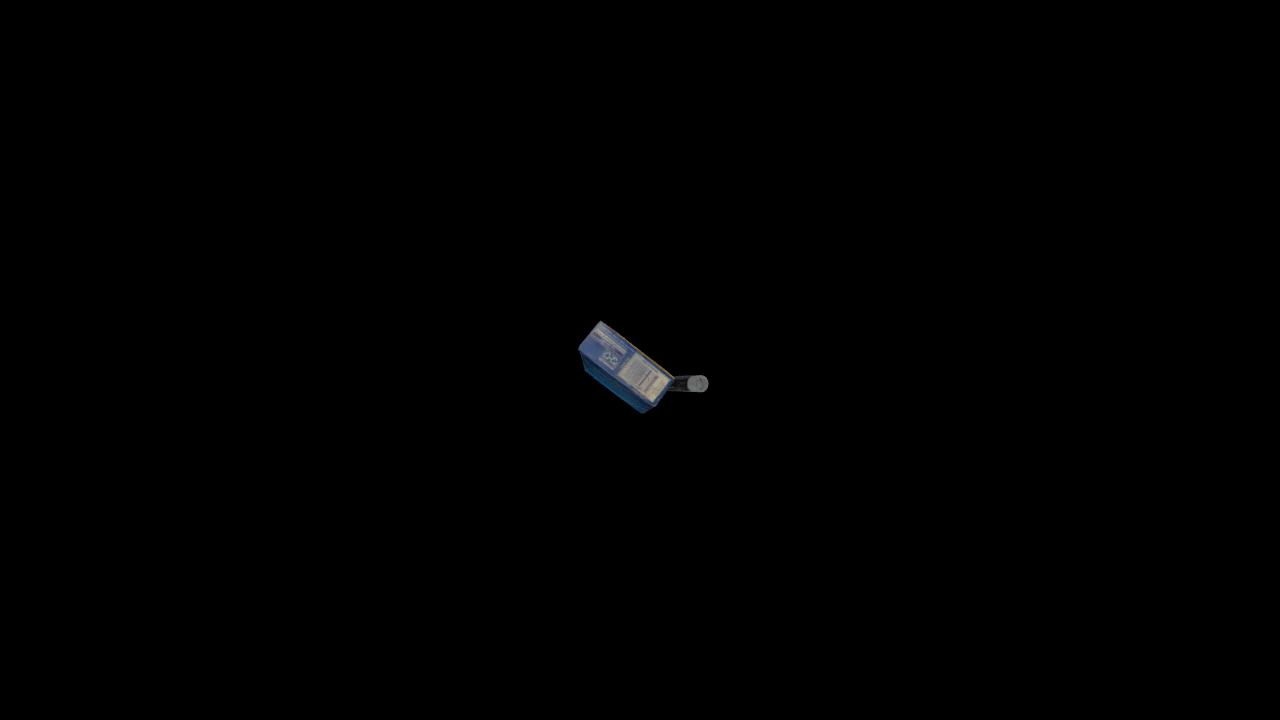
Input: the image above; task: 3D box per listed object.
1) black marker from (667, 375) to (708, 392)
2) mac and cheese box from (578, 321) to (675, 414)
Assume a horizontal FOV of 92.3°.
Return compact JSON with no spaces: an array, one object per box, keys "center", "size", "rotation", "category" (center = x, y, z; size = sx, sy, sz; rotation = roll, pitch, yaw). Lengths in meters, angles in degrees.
[{"center":[0.037,0.028,0.716],"size":[0.020,0.020,0.121],"rotation":[0,-2,-29],"category":"black marker"},{"center":[-0.017,0.015,0.662],"size":[0.093,0.041,0.184],"rotation":[36,-7,1],"category":"mac and cheese box"}]
